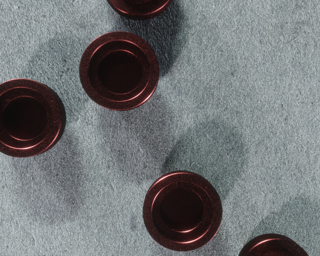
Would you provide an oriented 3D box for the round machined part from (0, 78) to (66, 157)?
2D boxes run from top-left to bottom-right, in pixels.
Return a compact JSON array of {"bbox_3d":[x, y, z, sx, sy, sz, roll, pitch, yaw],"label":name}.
[{"bbox_3d":[-0.170,-0.013,0.400,0.099,0.042,0.097,0,90,0],"label":"round machined part"}]

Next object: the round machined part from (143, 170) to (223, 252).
[{"bbox_3d":[0.028,0.104,0.402,0.099,0.042,0.097,0,90,0],"label":"round machined part"}]

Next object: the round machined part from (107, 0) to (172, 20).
[{"bbox_3d":[-0.028,-0.195,0.401,0.099,0.042,0.097,0,90,0],"label":"round machined part"}]

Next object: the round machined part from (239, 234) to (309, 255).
[{"bbox_3d":[0.153,0.193,0.403,0.099,0.042,0.097,0,90,0],"label":"round machined part"}]

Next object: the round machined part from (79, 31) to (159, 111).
[{"bbox_3d":[-0.050,-0.070,0.401,0.099,0.042,0.097,0,90,0],"label":"round machined part"}]
